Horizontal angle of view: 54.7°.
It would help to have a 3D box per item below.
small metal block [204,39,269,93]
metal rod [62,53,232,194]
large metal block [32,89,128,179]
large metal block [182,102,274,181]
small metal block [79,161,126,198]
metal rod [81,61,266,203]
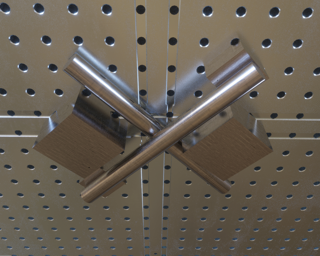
[{"bbox_3d":[0.088,-0.064,0.358,0.050,0.025,0.050,-37,122,27],"label":"small metal block"},{"bbox_3d":[0.001,0.010,0.418,0.025,0.025,0.301,-35,122,26],"label":"metal rod"},{"bbox_3d":[-0.101,0.010,0.403,0.080,0.050,0.080,-36,122,26],"label":"large metal block"},{"bbox_3d":[0.086,0.014,0.408,0.080,0.050,0.080,35,122,-26],"label":"large metal block"},{"bbox_3d":[-0.087,0.075,0.475,0.050,0.025,0.050,37,121,-27],"label":"small metal block"},{"bbox_3d":[-0.002,0.020,0.395,0.299,0.025,0.025,-37,121,27],"label":"metal rod"}]
